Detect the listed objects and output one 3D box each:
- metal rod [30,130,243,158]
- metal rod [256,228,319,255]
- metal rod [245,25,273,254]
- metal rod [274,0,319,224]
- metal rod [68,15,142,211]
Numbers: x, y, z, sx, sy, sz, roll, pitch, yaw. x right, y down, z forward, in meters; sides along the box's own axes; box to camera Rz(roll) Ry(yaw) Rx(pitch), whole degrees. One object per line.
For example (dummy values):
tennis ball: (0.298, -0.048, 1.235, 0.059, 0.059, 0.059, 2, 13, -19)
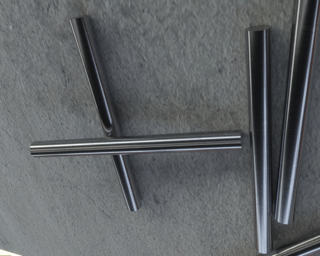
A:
metal rod: (-0.045, 0.023, 0.415, 0.301, 0.025, 0.025, -4, 117, 20)
metal rod: (0.165, 0.178, 0.429, 0.025, 0.025, 0.298, 42, 129, -1)
metal rod: (0.119, 0.035, 0.364, 0.025, 0.025, 0.298, 3, 120, 26)
metal rod: (0.141, -0.017, 0.321, 0.025, 0.025, 0.298, 7, 122, 24)
metal rod: (-0.070, -0.003, 0.439, 0.025, 0.025, 0.298, 2, 120, 27)
